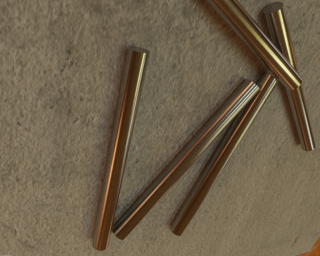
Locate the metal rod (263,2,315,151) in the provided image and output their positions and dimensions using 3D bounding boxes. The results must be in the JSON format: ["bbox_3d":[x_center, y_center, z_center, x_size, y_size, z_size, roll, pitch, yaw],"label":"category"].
[{"bbox_3d":[0.211,-0.059,0.488,0.025,0.025,0.300,-38,130,-3],"label":"metal rod"}]

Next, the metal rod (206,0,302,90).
[{"bbox_3d":[0.087,-0.132,0.360,0.301,0.025,0.025,32,100,-34],"label":"metal rod"}]

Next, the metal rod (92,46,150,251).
[{"bbox_3d":[-0.057,0.044,0.404,0.025,0.025,0.298,0,119,-29],"label":"metal rod"}]

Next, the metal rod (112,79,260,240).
[{"bbox_3d":[0.035,0.049,0.458,0.299,0.025,0.025,-49,129,6],"label":"metal rod"}]

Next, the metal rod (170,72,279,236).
[{"bbox_3d":[0.095,0.050,0.492,0.025,0.025,0.298,16,110,-35],"label":"metal rod"}]
